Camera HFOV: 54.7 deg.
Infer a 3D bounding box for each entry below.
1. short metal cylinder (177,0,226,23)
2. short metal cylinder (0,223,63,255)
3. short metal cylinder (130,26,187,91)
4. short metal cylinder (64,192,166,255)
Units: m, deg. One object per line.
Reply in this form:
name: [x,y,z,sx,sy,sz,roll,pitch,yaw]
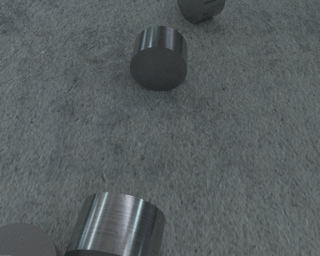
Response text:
short metal cylinder: [0.074,-0.241,0.571,0.050,0.080,0.080,-28,56,-21]
short metal cylinder: [-0.127,0.133,0.274,0.081,0.050,0.080,0,50,0]
short metal cylinder: [0.000,-0.100,0.451,0.080,0.080,0.050,3,50,2]
short metal cylinder: [-0.038,0.101,0.282,0.080,0.080,0.050,8,51,6]
